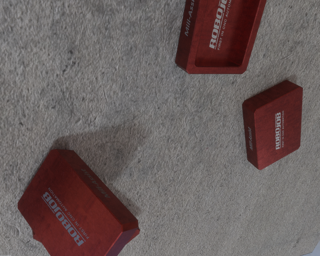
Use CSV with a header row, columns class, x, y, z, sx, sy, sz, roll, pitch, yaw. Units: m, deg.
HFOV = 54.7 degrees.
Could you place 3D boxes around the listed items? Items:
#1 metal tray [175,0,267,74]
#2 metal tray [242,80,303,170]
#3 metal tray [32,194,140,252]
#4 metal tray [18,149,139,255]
class,x,y,z,sx,sy,sz,roll,pitch,yaw
metal tray,0.074,-0.130,0.363,0.091,0.030,0.129,-5,121,-26
metal tray,0.184,-0.002,0.503,0.091,0.030,0.129,-26,128,-12
metal tray,-0.099,0.138,0.434,0.090,0.030,0.130,-39,130,-2
metal tray,-0.096,0.096,0.345,0.090,0.130,0.030,-55,153,11
